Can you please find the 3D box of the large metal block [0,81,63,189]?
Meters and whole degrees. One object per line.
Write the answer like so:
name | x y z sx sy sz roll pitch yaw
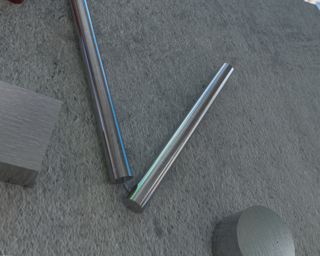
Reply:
large metal block | -0.151 0.005 0.304 0.081 0.050 0.080 19 54 -18

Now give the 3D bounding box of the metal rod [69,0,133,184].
metal rod | -0.084 -0.073 0.404 0.025 0.025 0.299 -4 64 -30

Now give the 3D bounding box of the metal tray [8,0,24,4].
metal tray | -0.211 -0.240 0.434 0.090 0.030 0.130 25 53 -13

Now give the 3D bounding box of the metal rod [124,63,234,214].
metal rod | 0.042 -0.007 0.432 0.025 0.025 0.301 39 51 -2

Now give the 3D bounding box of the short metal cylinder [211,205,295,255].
short metal cylinder | 0.109 0.137 0.364 0.081 0.050 0.080 14 56 -21
